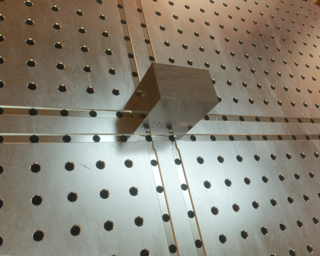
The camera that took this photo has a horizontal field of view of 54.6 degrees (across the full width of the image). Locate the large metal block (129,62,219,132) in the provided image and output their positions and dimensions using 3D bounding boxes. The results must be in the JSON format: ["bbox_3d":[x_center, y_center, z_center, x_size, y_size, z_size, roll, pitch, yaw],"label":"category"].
[{"bbox_3d":[0.015,-0.035,0.402,0.081,0.080,0.050,2,61,-27],"label":"large metal block"}]
